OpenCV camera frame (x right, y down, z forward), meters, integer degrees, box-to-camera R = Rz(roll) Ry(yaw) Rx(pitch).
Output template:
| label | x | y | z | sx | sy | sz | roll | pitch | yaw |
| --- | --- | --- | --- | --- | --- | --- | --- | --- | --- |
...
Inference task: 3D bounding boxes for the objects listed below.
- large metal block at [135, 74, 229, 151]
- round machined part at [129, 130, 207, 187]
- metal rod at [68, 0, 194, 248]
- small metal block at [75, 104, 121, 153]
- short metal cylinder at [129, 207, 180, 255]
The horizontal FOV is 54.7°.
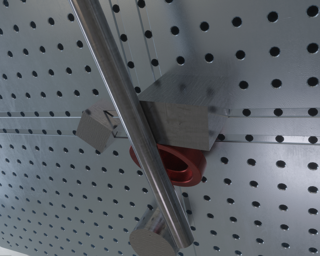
| label | x | y | z | sx | sy | sz | roll | pitch | yaw |
| --- | --- | --- | --- | --- | --- | --- | --- | --- | --- |
| large metal block | 0.027 | -0.022 | 0.348 | 0.080 | 0.080 | 0.050 | 7 | 121 | 24 |
| round machined part | 0.014 | 0.031 | 0.399 | 0.098 | 0.042 | 0.098 | 19 | 148 | 13 |
| metal rod | -0.021 | 0.006 | 0.322 | 0.025 | 0.025 | 0.298 | -8 | 115 | 31 |
| small metal block | -0.093 | 0.001 | 0.461 | 0.050 | 0.025 | 0.050 | 34 | 129 | 5 |
| short metal cylinder | -0.002 | 0.177 | 0.506 | 0.080 | 0.050 | 0.079 | 13 | 124 | 21 |
